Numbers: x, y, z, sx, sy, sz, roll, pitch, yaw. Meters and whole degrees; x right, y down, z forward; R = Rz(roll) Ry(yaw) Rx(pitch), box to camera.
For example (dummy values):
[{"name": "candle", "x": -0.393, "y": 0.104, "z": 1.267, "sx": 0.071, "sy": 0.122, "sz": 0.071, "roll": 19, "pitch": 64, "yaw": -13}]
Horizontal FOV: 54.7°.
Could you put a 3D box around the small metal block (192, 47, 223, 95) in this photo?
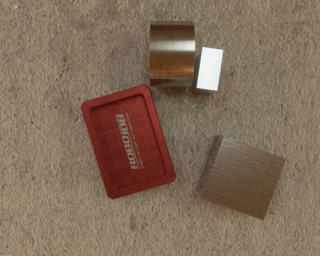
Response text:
[{"name": "small metal block", "x": 0.060, "y": -0.071, "z": 0.398, "sx": 0.025, "sy": 0.050, "sz": 0.050, "roll": 8, "pitch": 90, "yaw": 0}]

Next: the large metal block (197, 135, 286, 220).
[{"name": "large metal block", "x": 0.101, "y": 0.060, "z": 0.398, "sx": 0.080, "sy": 0.050, "sz": 0.080, "roll": 20, "pitch": 90, "yaw": 0}]

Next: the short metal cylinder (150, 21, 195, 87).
[{"name": "short metal cylinder", "x": 0.014, "y": -0.091, "z": 0.383, "sx": 0.050, "sy": 0.080, "sz": 0.080, "roll": 0, "pitch": 90, "yaw": 0}]

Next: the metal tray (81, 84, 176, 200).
[{"name": "metal tray", "x": -0.040, "y": 0.018, "z": 0.407, "sx": 0.090, "sy": 0.030, "sz": 0.129, "roll": -17, "pitch": 90, "yaw": 0}]
